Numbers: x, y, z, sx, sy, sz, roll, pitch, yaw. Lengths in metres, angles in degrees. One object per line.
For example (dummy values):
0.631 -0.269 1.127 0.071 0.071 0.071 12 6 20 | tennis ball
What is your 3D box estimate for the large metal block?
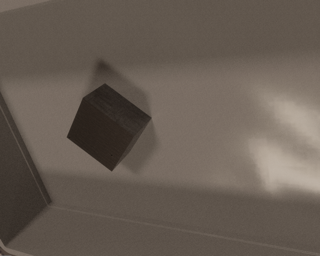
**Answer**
-0.071 0.000 0.428 0.080 0.050 0.080 37 129 3 | large metal block
